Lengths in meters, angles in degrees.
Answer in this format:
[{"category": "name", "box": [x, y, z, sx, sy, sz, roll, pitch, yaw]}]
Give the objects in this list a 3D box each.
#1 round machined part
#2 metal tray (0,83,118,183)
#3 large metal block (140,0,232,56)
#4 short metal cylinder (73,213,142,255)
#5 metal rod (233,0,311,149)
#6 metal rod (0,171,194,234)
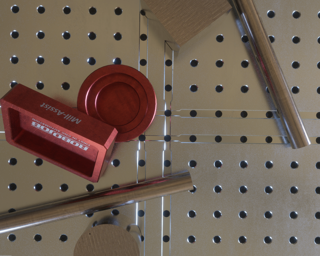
[{"category": "round machined part", "box": [-0.054, -0.031, 0.404, 0.099, 0.042, 0.097, 0, 90, -1]}, {"category": "metal tray", "box": [-0.124, 0.010, 0.380, 0.131, 0.089, 0.030, 25, 49, -1]}, {"category": "large metal block", "box": [0.032, -0.154, 0.401, 0.080, 0.050, 0.080, -38, 91, 0]}, {"category": "short metal cylinder", "box": [-0.065, 0.156, 0.400, 0.081, 0.050, 0.079, 0, 90, -1]}, {"category": "metal rod", "box": [0.134, -0.115, 0.415, 0.025, 0.025, 0.299, -22, 90, 0]}, {"category": "metal rod", "box": [-0.105, 0.104, 0.412, 0.302, 0.025, 0.025, -13, 90, -1]}]
